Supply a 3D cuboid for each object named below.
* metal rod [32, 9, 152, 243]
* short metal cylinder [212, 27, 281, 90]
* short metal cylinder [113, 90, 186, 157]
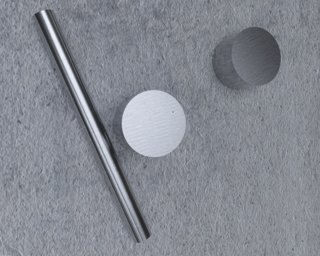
[{"bbox_3d":[-0.079,0.005,0.380,0.025,0.025,0.299,-25,99,-19],"label":"metal rod"},{"bbox_3d":[0.123,-0.097,0.443,0.081,0.050,0.079,0,90,-21],"label":"short metal cylinder"},{"bbox_3d":[-0.015,-0.005,0.391,0.081,0.050,0.079,0,90,-21],"label":"short metal cylinder"}]
